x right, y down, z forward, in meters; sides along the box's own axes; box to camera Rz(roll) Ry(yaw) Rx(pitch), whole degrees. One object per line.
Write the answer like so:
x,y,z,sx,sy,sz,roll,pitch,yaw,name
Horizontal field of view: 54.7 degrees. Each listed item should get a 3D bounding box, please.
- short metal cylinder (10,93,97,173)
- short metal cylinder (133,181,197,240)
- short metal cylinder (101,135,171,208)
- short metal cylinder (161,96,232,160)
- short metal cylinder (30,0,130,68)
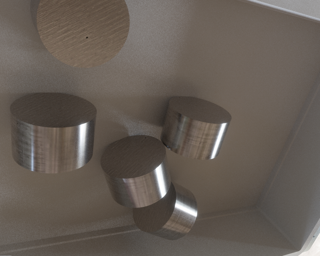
-0.108,0.002,0.316,0.081,0.080,0.050,-4,120,-27,short metal cylinder
0.007,0.117,0.451,0.080,0.080,0.050,-50,129,6,short metal cylinder
-0.029,0.053,0.391,0.081,0.080,0.050,-21,127,-16,short metal cylinder
0.045,-0.002,0.398,0.081,0.080,0.050,-1,119,-29,short metal cylinder
-0.075,-0.103,0.289,0.081,0.050,0.079,-14,125,-21,short metal cylinder
